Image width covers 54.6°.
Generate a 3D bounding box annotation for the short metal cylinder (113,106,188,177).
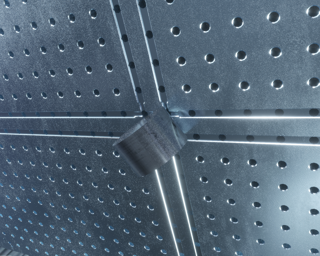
[{"bbox_3d":[-0.012,0.017,0.392,0.080,0.080,0.050,-32,100,38],"label":"short metal cylinder"}]
